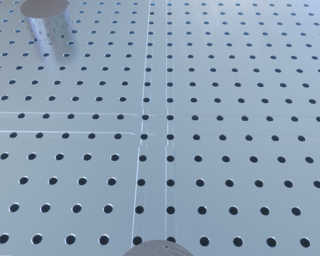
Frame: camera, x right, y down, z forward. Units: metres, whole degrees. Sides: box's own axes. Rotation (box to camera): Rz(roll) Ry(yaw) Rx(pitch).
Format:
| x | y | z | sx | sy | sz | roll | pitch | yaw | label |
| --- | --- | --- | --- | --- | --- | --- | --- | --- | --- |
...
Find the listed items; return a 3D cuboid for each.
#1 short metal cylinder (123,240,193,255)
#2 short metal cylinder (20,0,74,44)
| x | y | z | sx | sy | sz | roll | pitch | yaw | label |
| --- | --- | --- | --- | --- | --- | --- | --- | --- | --- |
| -0.001 | 0.146 | 0.269 | 0.081 | 0.050 | 0.080 | 0 | 50 | 0 | short metal cylinder |
| -0.199 | -0.195 | 0.554 | 0.081 | 0.050 | 0.080 | 0 | 50 | 0 | short metal cylinder |
